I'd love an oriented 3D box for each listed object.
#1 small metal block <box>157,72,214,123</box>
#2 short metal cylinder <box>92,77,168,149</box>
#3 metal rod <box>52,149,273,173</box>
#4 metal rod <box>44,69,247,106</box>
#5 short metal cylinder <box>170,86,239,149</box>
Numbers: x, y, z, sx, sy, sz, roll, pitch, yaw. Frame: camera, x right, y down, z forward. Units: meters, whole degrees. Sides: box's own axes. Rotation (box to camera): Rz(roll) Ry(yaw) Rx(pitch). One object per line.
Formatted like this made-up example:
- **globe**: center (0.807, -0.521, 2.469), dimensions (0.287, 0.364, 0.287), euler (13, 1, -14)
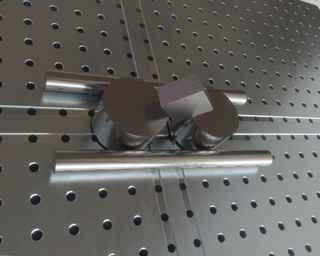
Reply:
- **small metal block**: center (0.031, -0.034, 0.366), dimensions (0.050, 0.050, 0.025), euler (45, 29, -59)
- **short metal cylinder**: center (-0.037, -0.014, 0.377), dimensions (0.081, 0.050, 0.080), euler (14, 56, -21)
- **metal rod**: center (0.024, 0.040, 0.392), dimensions (0.303, 0.025, 0.025), euler (2, 61, -27)
- **metal rod**: center (-0.001, -0.053, 0.436), dimensions (0.303, 0.025, 0.025), euler (2, 61, -27)
- **short metal cylinder**: center (0.060, -0.011, 0.427), dimensions (0.081, 0.050, 0.080), euler (14, 56, -21)
